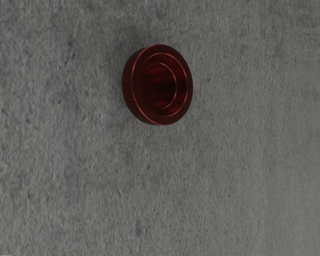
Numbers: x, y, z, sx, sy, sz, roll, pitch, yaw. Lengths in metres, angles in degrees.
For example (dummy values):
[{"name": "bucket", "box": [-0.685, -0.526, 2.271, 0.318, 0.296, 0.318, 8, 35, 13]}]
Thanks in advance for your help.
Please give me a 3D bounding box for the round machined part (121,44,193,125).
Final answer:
[{"name": "round machined part", "box": [-0.007, -0.052, 0.389, 0.099, 0.042, 0.097, 0, 90, -40]}]
